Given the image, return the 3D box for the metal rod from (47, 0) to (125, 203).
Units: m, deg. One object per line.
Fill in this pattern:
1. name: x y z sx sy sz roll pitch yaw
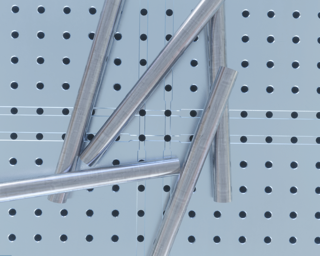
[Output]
1. metal rod: -0.096 -0.048 0.412 0.025 0.025 0.298 16 90 -1

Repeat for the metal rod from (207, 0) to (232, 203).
1. metal rod: 0.079 -0.052 0.414 0.025 0.025 0.298 -2 90 -1

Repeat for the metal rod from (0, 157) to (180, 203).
1. metal rod: -0.123 0.069 0.386 0.302 0.025 0.025 -7 90 -11

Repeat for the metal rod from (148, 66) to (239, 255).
1. metal rod: 0.035 0.067 0.399 0.025 0.025 0.298 20 96 -1

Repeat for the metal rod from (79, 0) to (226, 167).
1. metal rod: -0.004 -0.072 0.399 0.025 0.025 0.299 39 95 -1
